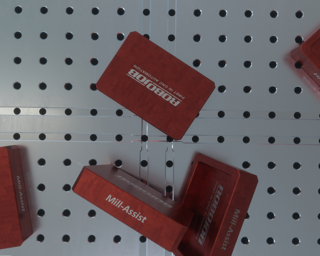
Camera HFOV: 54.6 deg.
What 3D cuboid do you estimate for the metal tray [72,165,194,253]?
[{"bbox_3d":[-0.027,0.088,0.368,0.130,0.090,0.030,28,90,12],"label":"metal tray"}]

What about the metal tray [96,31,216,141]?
[{"bbox_3d":[-0.005,-0.054,0.411,0.130,0.030,0.090,33,90,0],"label":"metal tray"}]

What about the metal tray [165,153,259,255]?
[{"bbox_3d":[0.058,0.104,0.379,0.030,0.090,0.129,20,90,-27],"label":"metal tray"}]

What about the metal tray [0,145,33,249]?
[{"bbox_3d":[-0.229,0.094,0.410,0.090,0.030,0.129,-9,90,0],"label":"metal tray"}]

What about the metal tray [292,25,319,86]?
[{"bbox_3d":[0.255,-0.086,0.412,0.090,0.030,0.130,-43,90,0],"label":"metal tray"}]
